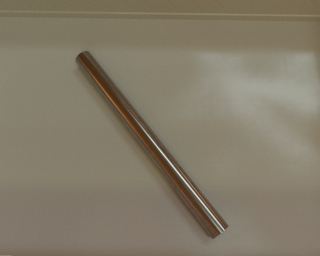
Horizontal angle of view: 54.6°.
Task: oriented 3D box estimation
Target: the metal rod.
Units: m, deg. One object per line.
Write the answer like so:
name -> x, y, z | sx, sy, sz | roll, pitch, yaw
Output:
metal rod -> -0.020, 0.011, 0.405 | 0.025, 0.025, 0.300 | -36, 74, -12
